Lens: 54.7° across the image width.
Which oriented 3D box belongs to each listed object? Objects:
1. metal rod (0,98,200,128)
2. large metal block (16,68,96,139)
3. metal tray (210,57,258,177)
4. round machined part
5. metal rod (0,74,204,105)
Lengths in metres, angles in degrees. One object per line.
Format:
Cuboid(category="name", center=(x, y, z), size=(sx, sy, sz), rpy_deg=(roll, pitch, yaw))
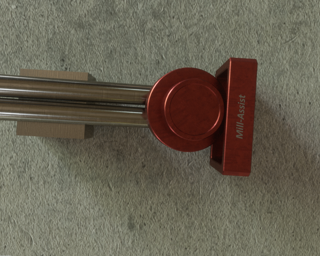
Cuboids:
Cuboid(category="metal rod", center=(-0.066, -0.015, 0.365), size=(0.302, 0.025, 0.025), rpy_deg=(3, 90, -13))
Cuboid(category="large metal block", center=(-0.128, -0.029, 0.393), size=(0.081, 0.050, 0.079), rpy_deg=(3, 90, -1))
Cuboid(category="metal tray", center=(0.087, -0.012, 0.379), size=(0.030, 0.090, 0.129), rpy_deg=(4, 90, 0))
Cuboid(category="round machined part", center=(0.034, -0.021, 0.354), size=(0.099, 0.042, 0.097), rpy_deg=(0, 92, -11))
Cuboid(category="metal rod", center=(-0.064, -0.042, 0.365), size=(0.302, 0.025, 0.025), rpy_deg=(2, 90, -13))
